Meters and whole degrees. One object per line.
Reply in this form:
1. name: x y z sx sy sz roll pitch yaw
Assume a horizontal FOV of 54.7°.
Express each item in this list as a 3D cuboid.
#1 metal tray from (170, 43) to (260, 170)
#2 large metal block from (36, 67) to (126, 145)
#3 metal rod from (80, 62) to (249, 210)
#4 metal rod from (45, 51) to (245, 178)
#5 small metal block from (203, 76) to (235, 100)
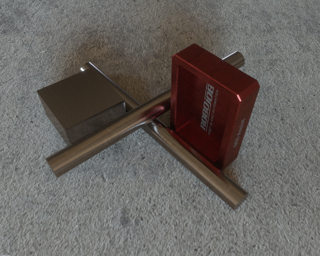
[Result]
1. metal tray: 0.054 -0.019 0.352 0.030 0.129 0.090 -36 59 -25
2. large metal block: -0.100 -0.025 0.407 0.081 0.050 0.080 -30 56 -23
3. metal rod: -0.012 -0.005 0.409 0.025 0.025 0.300 -35 58 -26
4. metal rod: -0.001 -0.029 0.396 0.302 0.025 0.025 -32 57 -25
5. small metal block: 0.083 -0.054 0.451 0.050 0.025 0.050 -29 56 -22
